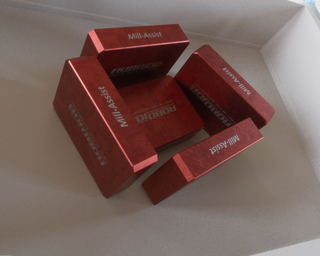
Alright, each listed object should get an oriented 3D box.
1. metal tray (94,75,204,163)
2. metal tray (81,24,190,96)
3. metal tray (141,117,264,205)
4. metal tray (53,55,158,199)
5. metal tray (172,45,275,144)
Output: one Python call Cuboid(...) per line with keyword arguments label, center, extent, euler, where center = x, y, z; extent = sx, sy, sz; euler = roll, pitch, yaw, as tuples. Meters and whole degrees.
Cuboid(label="metal tray", center=(-0.016, -0.013, 0.400), extent=(0.131, 0.030, 0.090), euler=(-22, 74, -36))
Cuboid(label="metal tray", center=(-0.036, -0.087, 0.396), extent=(0.131, 0.090, 0.030), euler=(-17, 71, -35))
Cuboid(label="metal tray", center=(0.051, 0.038, 0.367), extent=(0.131, 0.090, 0.030), euler=(-23, 74, -36))
Cuboid(label="metal tray", center=(-0.064, 0.001, 0.327), extent=(0.030, 0.090, 0.130), euler=(-23, 75, -37))
Cuboid(label="metal tray", center=(0.080, -0.039, 0.431), extent=(0.130, 0.090, 0.030), euler=(45, 52, 3))
